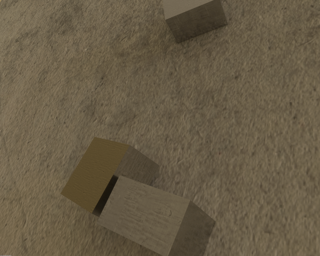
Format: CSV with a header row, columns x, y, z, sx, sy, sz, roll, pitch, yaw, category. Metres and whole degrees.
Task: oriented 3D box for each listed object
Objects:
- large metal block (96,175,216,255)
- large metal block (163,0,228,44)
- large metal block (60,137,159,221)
x,y,z,sx,sy,sz,roll,pitch,yaw,category
0.000,0.094,0.310,0.080,0.080,0.050,13,68,33,large metal block
0.052,-0.188,0.475,0.080,0.050,0.080,-16,55,18,large metal block
-0.060,0.061,0.367,0.080,0.050,0.080,8,64,50,large metal block
